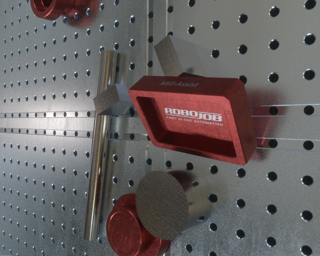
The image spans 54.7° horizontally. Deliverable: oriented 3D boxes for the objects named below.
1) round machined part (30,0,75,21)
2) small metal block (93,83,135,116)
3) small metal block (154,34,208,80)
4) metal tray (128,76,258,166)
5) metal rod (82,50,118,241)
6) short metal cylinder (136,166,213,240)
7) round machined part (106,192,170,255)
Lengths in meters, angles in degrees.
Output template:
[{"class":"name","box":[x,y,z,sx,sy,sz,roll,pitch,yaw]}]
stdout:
[{"class":"round machined part","box":[-0.188,-0.241,0.554,0.098,0.042,0.097,0,90,40]},{"class":"small metal block","box":[-0.058,-0.039,0.441,0.050,0.050,0.025,-26,74,37]},{"class":"small metal block","box":[0.026,-0.079,0.372,0.025,0.050,0.050,-31,71,36]},{"class":"metal tray","box":[0.034,-0.011,0.345,0.130,0.030,0.090,9,135,39]},{"class":"metal rod","box":[-0.095,0.030,0.487,0.025,0.025,0.298,12,98,39]},{"class":"short metal cylinder","box":[0.017,0.089,0.380,0.080,0.050,0.080,0,90,40]},{"class":"round machined part","box":[-0.037,0.140,0.429,0.098,0.042,0.097,0,90,40]}]
